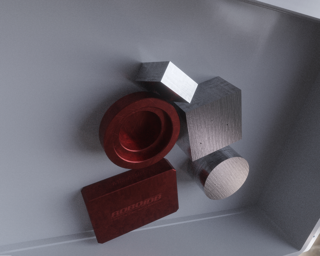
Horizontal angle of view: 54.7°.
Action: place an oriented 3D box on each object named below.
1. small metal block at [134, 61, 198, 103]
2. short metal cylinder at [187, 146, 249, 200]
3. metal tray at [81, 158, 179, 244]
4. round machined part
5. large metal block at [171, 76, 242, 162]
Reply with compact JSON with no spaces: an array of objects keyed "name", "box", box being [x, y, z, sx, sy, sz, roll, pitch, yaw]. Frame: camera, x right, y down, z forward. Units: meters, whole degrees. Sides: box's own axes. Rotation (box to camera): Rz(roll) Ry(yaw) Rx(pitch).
[{"name":"small metal block","box":[0.007,-0.053,0.361,0.050,0.050,0.025,31,77,-39]},{"name":"short metal cylinder","box":[0.091,0.065,0.485,0.081,0.050,0.079,-14,125,-21]},{"name":"metal tray","box":[-0.039,0.105,0.451,0.131,0.030,0.089,-18,126,-18]},{"name":"round machined part","box":[-0.028,-0.001,0.383,0.099,0.042,0.097,-14,124,-21]},{"name":"large metal block","box":[0.062,-0.013,0.420,0.081,0.050,0.080,-23,127,-15]}]
